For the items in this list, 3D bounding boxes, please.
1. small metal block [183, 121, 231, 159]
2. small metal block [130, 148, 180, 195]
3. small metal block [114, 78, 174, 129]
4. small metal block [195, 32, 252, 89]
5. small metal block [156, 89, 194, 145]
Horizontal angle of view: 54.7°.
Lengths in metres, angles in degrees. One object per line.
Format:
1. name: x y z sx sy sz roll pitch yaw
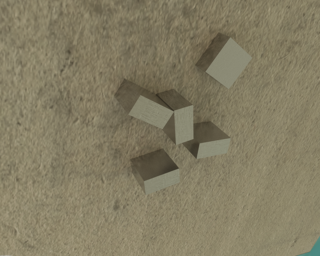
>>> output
1. small metal block: 0.062 0.016 0.436 0.050 0.050 0.025 -8 122 -25
2. small metal block: -0.007 0.059 0.425 0.050 0.050 0.025 -17 126 -19
3. small metal block: -0.019 -0.029 0.364 0.050 0.050 0.025 23 106 -37
4. small metal block: 0.083 -0.086 0.401 0.050 0.025 0.050 27 103 -38
5. small metal block: 0.019 -0.015 0.393 0.025 0.050 0.050 -18 126 -19
